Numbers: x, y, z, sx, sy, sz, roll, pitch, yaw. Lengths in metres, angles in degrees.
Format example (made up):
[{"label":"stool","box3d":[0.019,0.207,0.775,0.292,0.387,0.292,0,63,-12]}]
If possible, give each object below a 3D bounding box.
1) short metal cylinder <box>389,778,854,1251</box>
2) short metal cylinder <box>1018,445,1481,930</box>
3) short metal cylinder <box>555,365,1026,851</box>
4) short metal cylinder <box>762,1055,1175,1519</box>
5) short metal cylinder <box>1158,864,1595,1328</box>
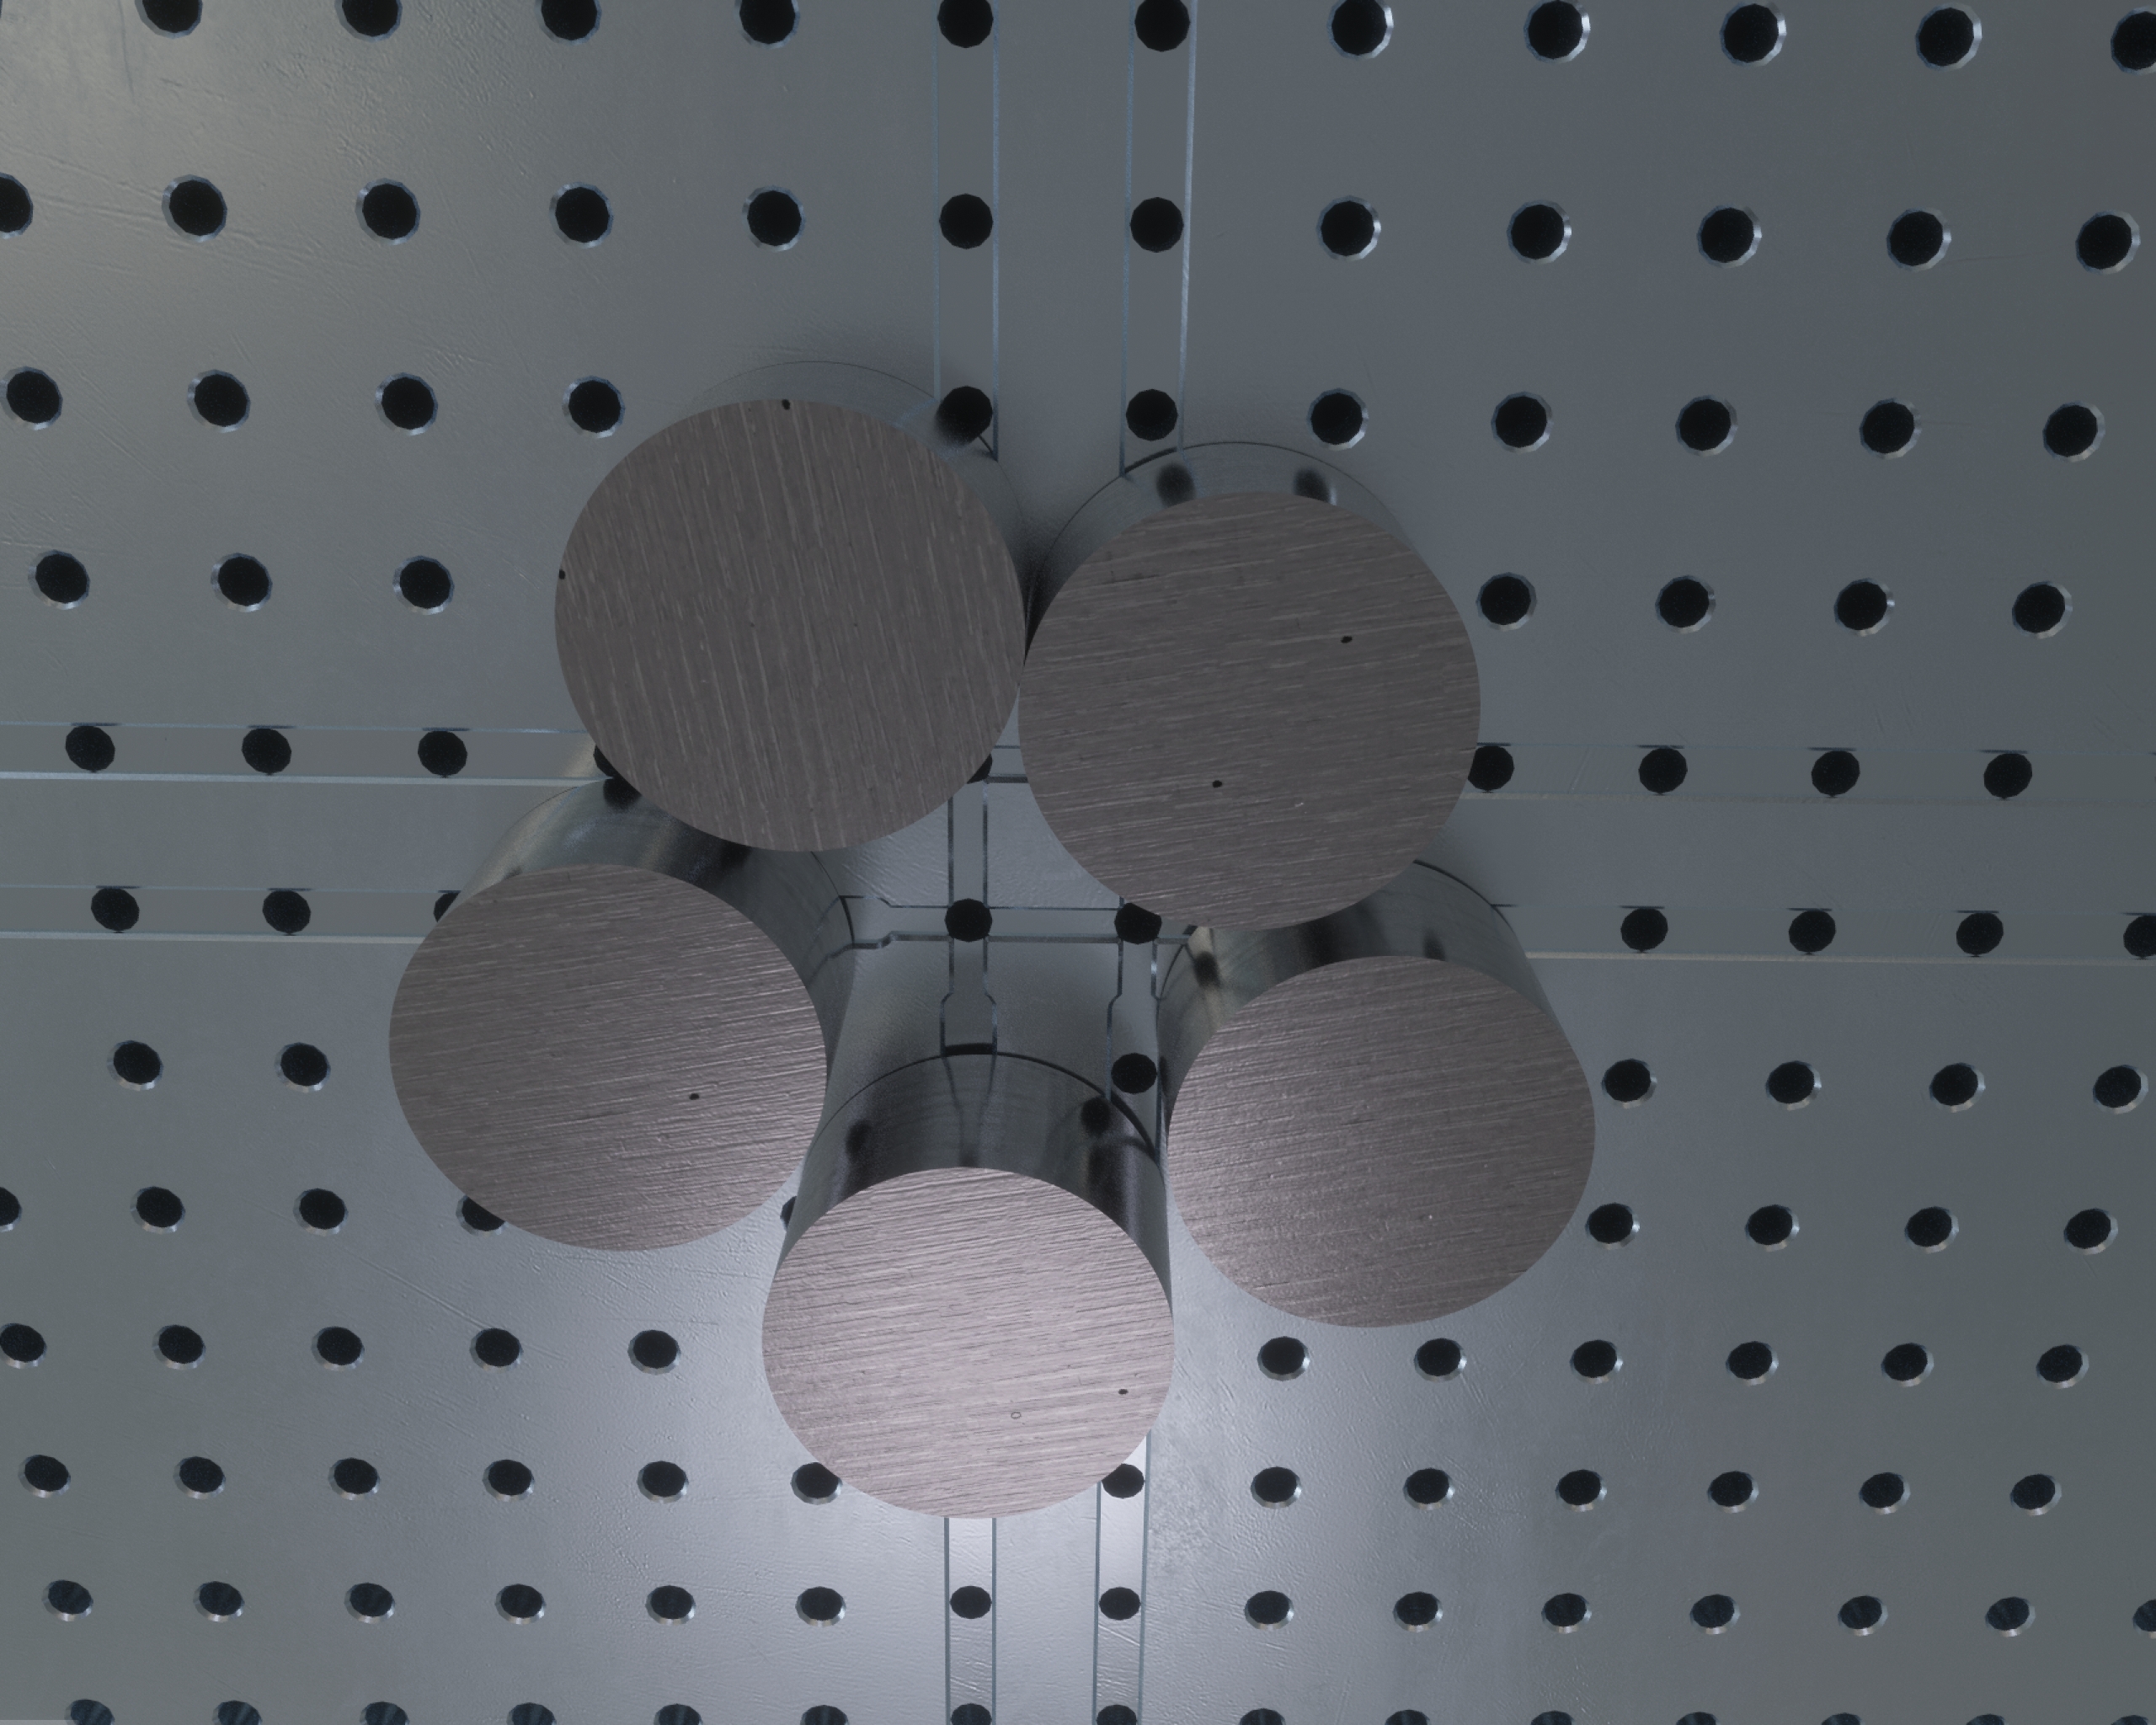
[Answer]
[{"label":"short metal cylinder","box3d":[-0.087,0.029,0.409,0.081,0.050,0.079,0,111,0]},{"label":"short metal cylinder","box3d":[0.030,-0.034,0.387,0.081,0.050,0.079,0,110,0]},{"label":"short metal cylinder","box3d":[-0.049,-0.048,0.381,0.081,0.050,0.079,0,110,-1]},{"label":"short metal cylinder","box3d":[-0.021,0.086,0.430,0.081,0.050,0.079,0,110,0]},{"label":"short metal cylinder","box3d":[0.057,0.045,0.416,0.081,0.050,0.079,0,112,0]}]
